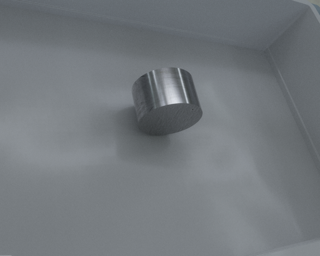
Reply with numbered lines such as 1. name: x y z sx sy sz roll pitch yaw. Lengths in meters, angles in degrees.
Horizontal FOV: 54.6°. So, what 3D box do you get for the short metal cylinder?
1. short metal cylinder: 0.008 -0.031 0.389 0.081 0.080 0.050 2 61 -27
